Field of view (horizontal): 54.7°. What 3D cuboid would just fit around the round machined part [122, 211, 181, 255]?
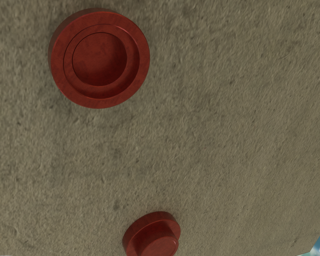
[{"bbox_3d":[-0.009,0.189,0.510,0.099,0.042,0.097,-14,125,-21],"label":"round machined part"}]

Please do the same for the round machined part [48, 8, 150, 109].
[{"bbox_3d":[-0.064,-0.072,0.317,0.099,0.042,0.097,-14,125,-21],"label":"round machined part"}]
